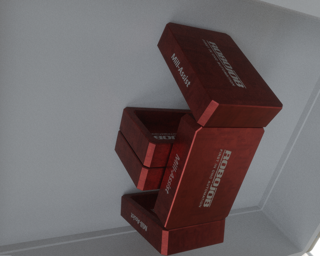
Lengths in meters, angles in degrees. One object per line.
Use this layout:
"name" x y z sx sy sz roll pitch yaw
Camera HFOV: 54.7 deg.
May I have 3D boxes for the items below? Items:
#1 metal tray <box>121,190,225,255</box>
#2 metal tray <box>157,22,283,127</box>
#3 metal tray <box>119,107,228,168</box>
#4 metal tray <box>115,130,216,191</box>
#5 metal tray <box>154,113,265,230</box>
"metal tray" 0.012 0.120 0.418 0.091 0.130 0.030 0 97 -29
"metal tray" 0.060 -0.059 0.334 0.091 0.130 0.030 0 138 -29
"metal tray" 0.026 0.008 0.385 0.131 0.090 0.030 1 118 -29
"metal tray" 0.018 0.036 0.398 0.131 0.090 0.030 1 118 -29
"metal tray" 0.052 0.049 0.345 0.091 0.030 0.129 0 118 -30
